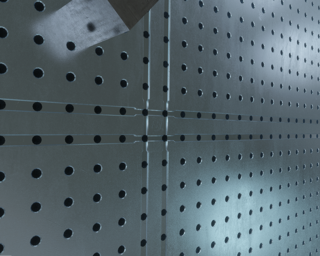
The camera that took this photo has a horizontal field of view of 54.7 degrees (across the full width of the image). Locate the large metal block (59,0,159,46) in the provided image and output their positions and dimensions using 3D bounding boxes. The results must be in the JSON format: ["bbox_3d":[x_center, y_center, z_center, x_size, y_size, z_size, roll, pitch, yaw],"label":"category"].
[{"bbox_3d":[-0.048,-0.140,0.334,0.050,0.080,0.080,51,60,-28],"label":"large metal block"}]
